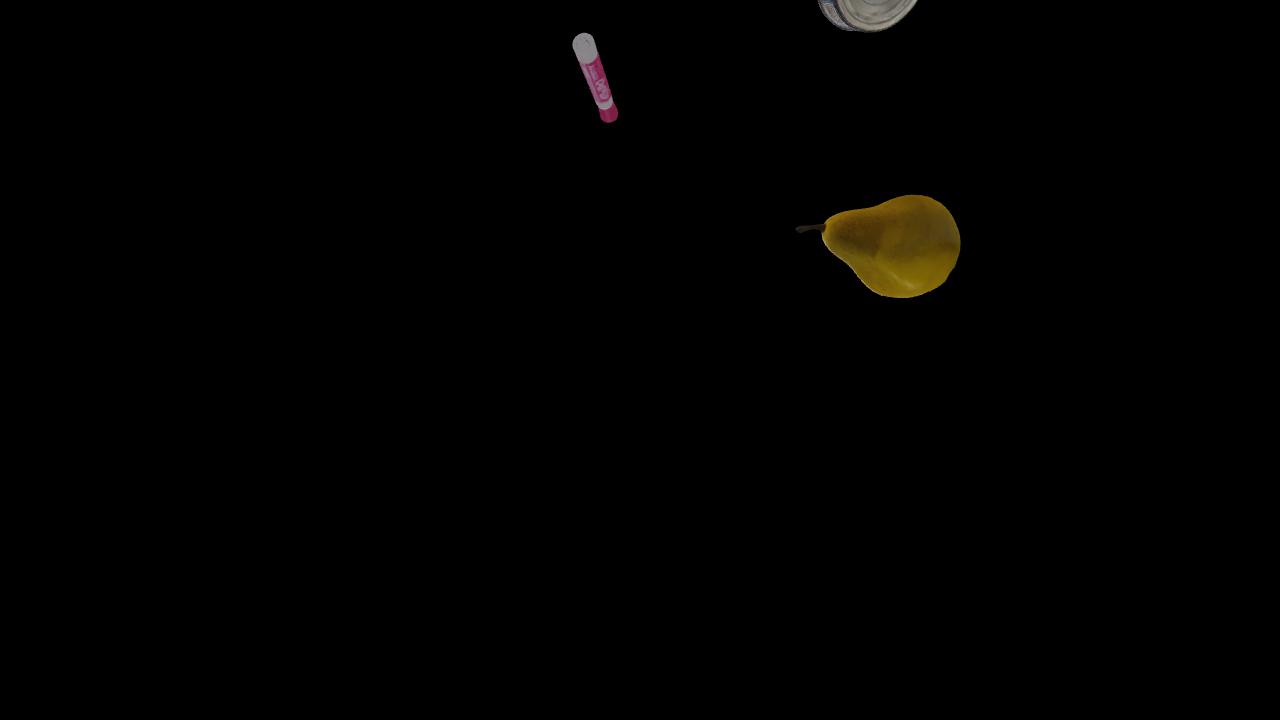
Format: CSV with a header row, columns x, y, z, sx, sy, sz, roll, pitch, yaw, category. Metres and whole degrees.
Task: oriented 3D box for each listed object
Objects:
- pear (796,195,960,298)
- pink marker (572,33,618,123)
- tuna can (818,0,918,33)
x,y,z,sx,sy,sz,roll,pitch,yaw,category
0.175,-0.091,0.454,0.111,0.080,0.080,18,-4,-13,pear
-0.038,-0.255,0.568,0.020,0.020,0.121,0,-7,8,pink marker
0.188,-0.312,0.497,0.084,0.084,0.034,0,32,-12,tuna can
